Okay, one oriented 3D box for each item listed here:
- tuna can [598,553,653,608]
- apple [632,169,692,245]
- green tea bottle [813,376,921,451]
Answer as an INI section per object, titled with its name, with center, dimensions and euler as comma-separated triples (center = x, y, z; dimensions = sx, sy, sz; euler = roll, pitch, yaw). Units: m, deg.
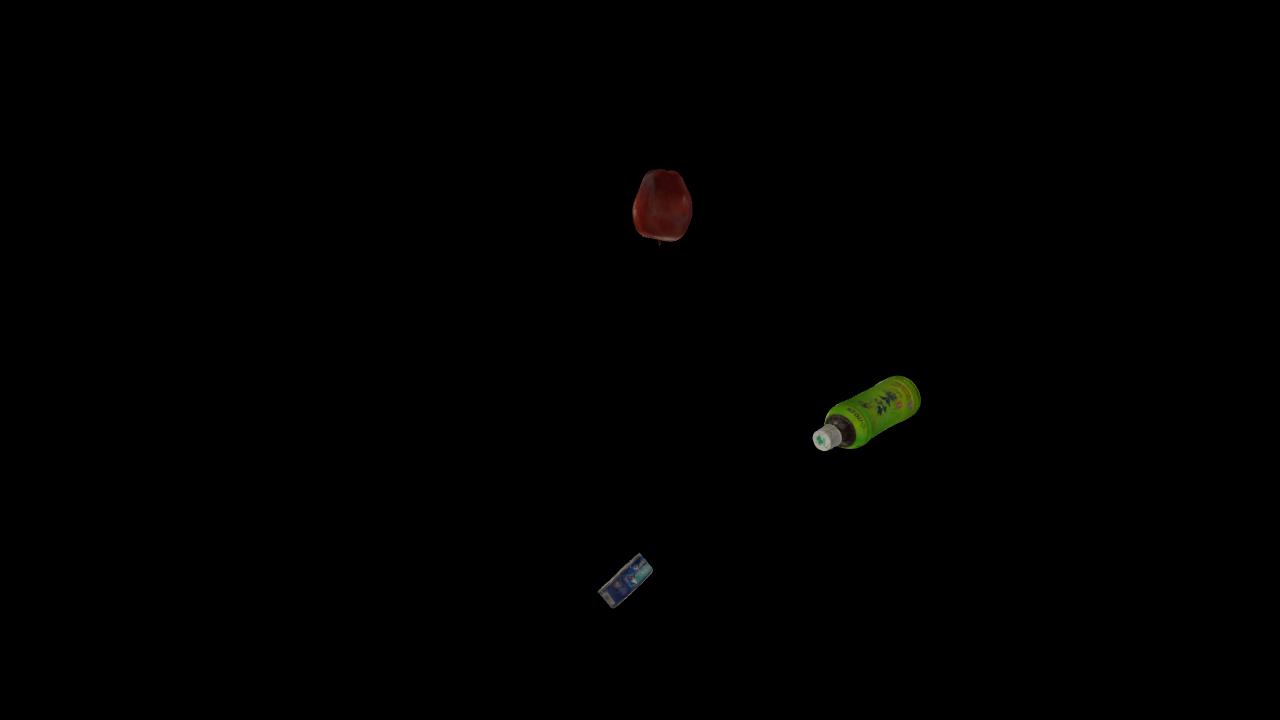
[tuna can]
center = -0.021, 0.326, 0.909
dimensions = 0.084, 0.034, 0.084
euler = -40, -12, -11
[apple]
center = 0.030, -0.194, 0.784
dimensions = 0.079, 0.093, 0.079
euler = 4, 12, -1
[green tea bottle]
center = 0.330, 0.084, 0.902
dimensions = 0.212, 0.073, 0.073
euler = -21, 13, -37
